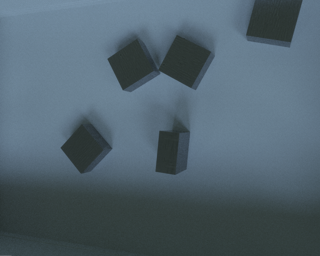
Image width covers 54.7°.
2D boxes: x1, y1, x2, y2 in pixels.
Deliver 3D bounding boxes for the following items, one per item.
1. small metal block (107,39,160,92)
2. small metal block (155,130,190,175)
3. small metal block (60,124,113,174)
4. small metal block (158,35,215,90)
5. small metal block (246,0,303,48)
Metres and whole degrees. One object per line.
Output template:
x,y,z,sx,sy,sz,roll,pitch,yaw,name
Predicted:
-0.036,-0.084,0.423,0.050,0.025,0.050,-29,81,17,small metal block
0.017,0.029,0.391,0.025,0.050,0.050,6,92,20,small metal block
-0.106,0.029,0.448,0.050,0.025,0.050,-45,76,14,small metal block
0.034,-0.083,0.398,0.050,0.025,0.050,32,100,17,small metal block
0.134,-0.126,0.363,0.050,0.025,0.050,15,95,19,small metal block
